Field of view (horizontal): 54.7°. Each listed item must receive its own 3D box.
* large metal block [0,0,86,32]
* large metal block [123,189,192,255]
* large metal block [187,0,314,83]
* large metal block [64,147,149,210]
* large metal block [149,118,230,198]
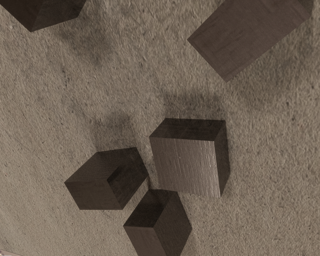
[{"bbox_3d":[-0.136,-0.161,0.341,0.080,0.080,0.050,43,129,-2],"label":"large metal block"},{"bbox_3d":[0.000,0.148,0.462,0.050,0.080,0.080,-8,114,31],"label":"large metal block"},{"bbox_3d":[0.080,-0.095,0.269,0.050,0.080,0.080,47,129,-5],"label":"large metal block"},{"bbox_3d":[-0.076,0.074,0.455,0.080,0.080,0.050,-9,114,32],"label":"large metal block"},{"bbox_3d":[0.040,0.035,0.390,0.080,0.050,0.079,3,120,26],"label":"large metal block"}]
